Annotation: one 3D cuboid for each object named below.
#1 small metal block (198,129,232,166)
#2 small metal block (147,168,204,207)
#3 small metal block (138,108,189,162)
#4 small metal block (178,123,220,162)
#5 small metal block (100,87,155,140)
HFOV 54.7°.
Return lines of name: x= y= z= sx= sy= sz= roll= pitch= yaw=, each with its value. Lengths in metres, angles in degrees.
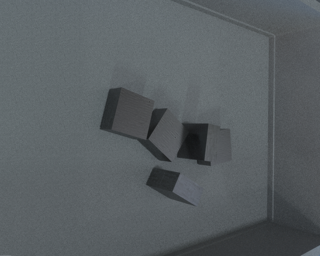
small metal block: x=0.084 y=0.028 z=0.477 sx=0.050 sy=0.025 sz=0.050 roll=-7 pitch=95 yaw=-40
small metal block: x=0.020 y=0.077 z=0.406 sx=0.050 sy=0.050 sz=0.025 roll=38 pitch=68 yaw=-35
small metal block: x=0.005 y=0.009 z=0.409 sx=0.050 sy=0.025 sz=0.050 roll=46 pitch=62 yaw=-30
small metal block: x=0.055 y=0.020 z=0.436 sx=0.025 sy=0.050 sz=0.050 roll=13 pitch=82 yaw=-40
small metal block: x=-0.038 y=-0.016 z=0.373 sx=0.050 sy=0.025 sz=0.050 roll=20 pitch=78 yaw=-39
